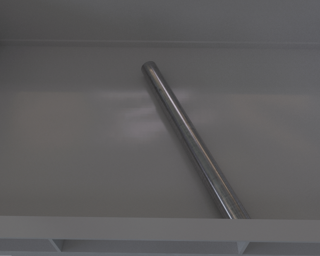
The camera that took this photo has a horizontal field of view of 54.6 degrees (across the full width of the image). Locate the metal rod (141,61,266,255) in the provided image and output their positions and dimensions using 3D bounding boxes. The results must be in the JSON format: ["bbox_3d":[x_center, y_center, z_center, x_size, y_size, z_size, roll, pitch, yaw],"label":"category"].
[{"bbox_3d":[0.038,0.013,0.394,0.025,0.025,0.300,-17,52,-14],"label":"metal rod"}]
